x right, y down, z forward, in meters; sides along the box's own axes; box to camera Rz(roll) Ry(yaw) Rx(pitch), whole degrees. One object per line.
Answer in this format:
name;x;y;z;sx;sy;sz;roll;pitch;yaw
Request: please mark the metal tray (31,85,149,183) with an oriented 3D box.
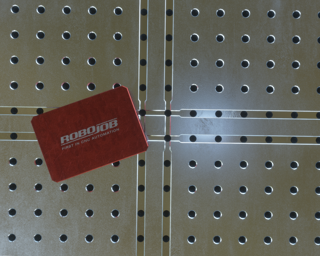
metal tray;-0.090;0.008;0.410;0.131;0.030;0.090;-20;90;-1
